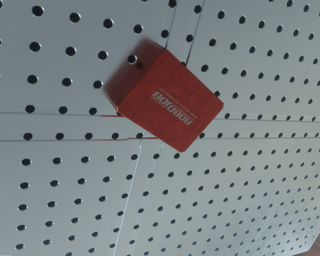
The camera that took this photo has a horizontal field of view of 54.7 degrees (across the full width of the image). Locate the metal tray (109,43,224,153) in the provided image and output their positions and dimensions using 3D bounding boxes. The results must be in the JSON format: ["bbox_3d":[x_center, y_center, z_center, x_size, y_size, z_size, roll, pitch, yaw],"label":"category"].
[{"bbox_3d":[0.013,-0.033,0.396,0.090,0.030,0.130,-50,129,7],"label":"metal tray"}]
